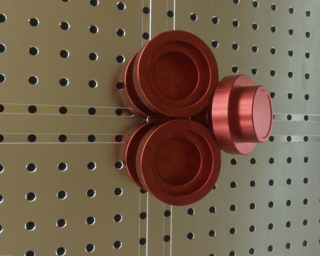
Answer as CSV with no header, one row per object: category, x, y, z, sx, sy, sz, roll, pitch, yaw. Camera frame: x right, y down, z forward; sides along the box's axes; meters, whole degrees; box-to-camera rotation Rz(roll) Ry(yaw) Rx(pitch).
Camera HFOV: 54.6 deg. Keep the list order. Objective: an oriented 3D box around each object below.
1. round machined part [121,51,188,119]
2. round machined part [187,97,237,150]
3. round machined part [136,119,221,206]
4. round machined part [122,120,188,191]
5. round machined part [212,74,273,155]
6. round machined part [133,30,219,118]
round machined part,0.002,-0.060,0.405,0.099,0.042,0.097,0,90,-20
round machined part,0.087,-0.017,0.435,0.099,0.042,0.097,0,90,-20
round machined part,0.019,0.038,0.365,0.099,0.042,0.097,0,90,-20
round machined part,0.003,0.038,0.405,0.099,0.042,0.097,0,90,-20
round machined part,0.105,-0.016,0.374,0.099,0.042,0.097,1,89,-52
round machined part,0.015,-0.060,0.364,0.099,0.042,0.097,0,90,-20
